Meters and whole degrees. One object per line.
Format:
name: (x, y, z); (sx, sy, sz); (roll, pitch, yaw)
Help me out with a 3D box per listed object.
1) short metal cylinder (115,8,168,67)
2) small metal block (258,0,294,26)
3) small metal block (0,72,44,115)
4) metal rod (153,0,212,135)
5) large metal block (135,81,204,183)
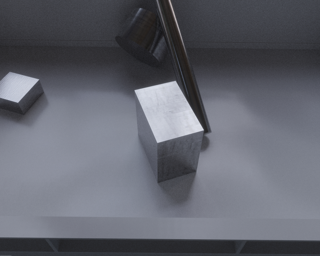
short metal cylinder: (-0.021, -0.137, 0.475); (0.080, 0.080, 0.050); (29, 85, 21)
small metal block: (0.226, -0.229, 0.603); (0.050, 0.025, 0.050); (21, 53, 16)
small metal block: (-0.206, -0.050, 0.445); (0.050, 0.025, 0.050); (15, 52, 12)
metal rod: (0.016, -0.134, 0.424); (0.025, 0.025, 0.299); (-14, 81, -11)
large metal block: (0.008, 0.005, 0.365); (0.050, 0.080, 0.080); (-15, 52, -12)
